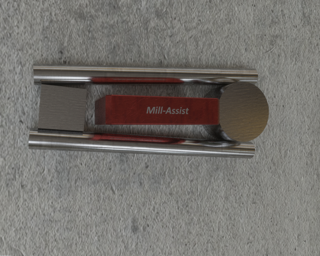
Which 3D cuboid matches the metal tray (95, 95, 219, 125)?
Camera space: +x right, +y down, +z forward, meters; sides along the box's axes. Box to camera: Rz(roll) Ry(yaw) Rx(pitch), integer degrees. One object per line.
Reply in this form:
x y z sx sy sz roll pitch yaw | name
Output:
-0.007 -0.019 0.372 0.131 0.090 0.030 0 90 -20 | metal tray

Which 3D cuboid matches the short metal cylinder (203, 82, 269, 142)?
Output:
0.103 -0.022 0.434 0.081 0.050 0.079 0 90 -20 | short metal cylinder

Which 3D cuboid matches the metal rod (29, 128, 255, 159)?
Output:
-0.008 0.023 0.407 0.302 0.025 0.025 4 89 -20 | metal rod

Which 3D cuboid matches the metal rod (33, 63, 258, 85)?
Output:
-0.004 -0.069 0.409 0.303 0.025 0.025 -3 91 -20 | metal rod

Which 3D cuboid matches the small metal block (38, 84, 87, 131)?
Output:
-0.116 -0.023 0.368 0.050 0.025 0.050 5 89 -20 | small metal block
